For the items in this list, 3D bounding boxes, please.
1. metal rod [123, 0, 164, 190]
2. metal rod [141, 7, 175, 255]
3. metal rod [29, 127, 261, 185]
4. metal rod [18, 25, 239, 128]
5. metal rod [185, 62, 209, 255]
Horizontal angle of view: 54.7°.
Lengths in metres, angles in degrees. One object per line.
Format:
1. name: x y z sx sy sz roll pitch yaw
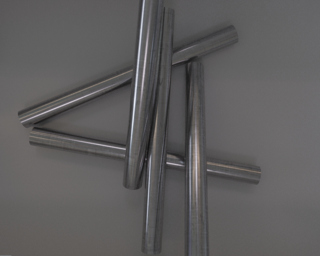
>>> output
1. metal rod: -0.017 -0.064 0.341 0.025 0.025 0.298 8 112 0
2. metal rod: -0.002 0.003 0.385 0.025 0.025 0.298 3 90 0
3. metal rod: -0.019 0.037 0.411 0.302 0.025 0.025 10 90 0
4. metal rod: -0.041 -0.068 0.410 0.301 0.025 0.025 -22 90 0
5. metal rod: 0.041 0.055 0.350 0.025 0.025 0.299 2 65 0
